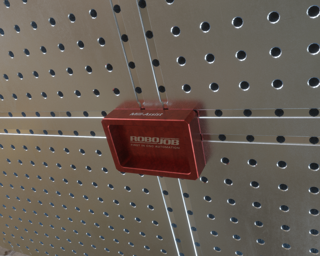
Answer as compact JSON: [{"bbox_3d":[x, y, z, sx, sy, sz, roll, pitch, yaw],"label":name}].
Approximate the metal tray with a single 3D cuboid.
[{"bbox_3d":[-0.009,0.021,0.426,0.130,0.030,0.090,2,119,27],"label":"metal tray"}]
